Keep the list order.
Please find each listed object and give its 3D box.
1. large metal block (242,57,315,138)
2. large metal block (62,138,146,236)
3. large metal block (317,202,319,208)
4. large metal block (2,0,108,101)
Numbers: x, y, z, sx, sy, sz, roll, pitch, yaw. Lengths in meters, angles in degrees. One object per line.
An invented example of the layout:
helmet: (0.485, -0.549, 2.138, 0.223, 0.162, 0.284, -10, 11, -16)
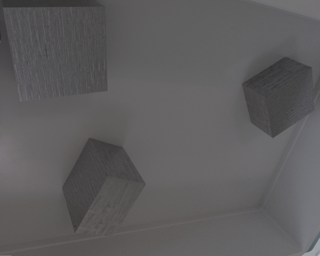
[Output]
large metal block: (0.177, -0.045, 0.461, 0.080, 0.050, 0.080, -32, 129, -7)
large metal block: (-0.072, 0.071, 0.378, 0.050, 0.080, 0.080, 20, 108, -36)
large metal block: (0.439, 0.203, 0.741, 0.080, 0.080, 0.050, 31, 101, -38)
large metal block: (-0.097, -0.076, 0.292, 0.081, 0.050, 0.079, -10, 123, -23)
